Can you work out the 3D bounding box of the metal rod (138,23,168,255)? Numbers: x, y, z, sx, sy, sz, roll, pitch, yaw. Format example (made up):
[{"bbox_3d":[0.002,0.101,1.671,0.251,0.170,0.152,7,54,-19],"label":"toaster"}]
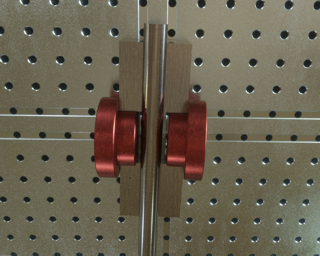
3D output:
[{"bbox_3d":[-0.011,0.032,0.371,0.025,0.025,0.298,2,110,-1],"label":"metal rod"}]

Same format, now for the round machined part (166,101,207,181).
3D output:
[{"bbox_3d":[0.031,0.014,0.380,0.042,0.098,0.097,3,110,4],"label":"round machined part"}]

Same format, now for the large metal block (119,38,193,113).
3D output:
[{"bbox_3d":[-0.006,-0.065,0.376,0.081,0.050,0.079,2,110,-1],"label":"large metal block"}]

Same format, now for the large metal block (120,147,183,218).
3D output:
[{"bbox_3d":[-0.012,0.073,0.426,0.081,0.050,0.079,3,110,-1],"label":"large metal block"}]

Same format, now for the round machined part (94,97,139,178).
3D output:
[{"bbox_3d":[-0.049,0.011,0.377,0.042,0.098,0.097,2,110,-1],"label":"round machined part"}]
